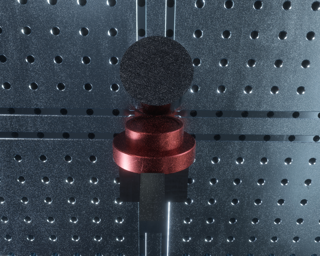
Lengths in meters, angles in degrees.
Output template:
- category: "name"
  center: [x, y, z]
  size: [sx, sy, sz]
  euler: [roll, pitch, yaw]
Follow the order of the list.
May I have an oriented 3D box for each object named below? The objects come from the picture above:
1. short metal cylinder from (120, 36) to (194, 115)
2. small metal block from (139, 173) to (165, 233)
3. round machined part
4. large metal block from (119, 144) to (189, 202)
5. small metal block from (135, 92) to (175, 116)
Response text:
- category: "short metal cylinder"
  center: [-0.004, -0.059, 0.360]
  size: [0.081, 0.050, 0.080]
  euler: [0, 80, -1]
- category: "small metal block"
  center: [-0.008, 0.082, 0.333]
  size: [0.025, 0.050, 0.050]
  euler: [1, 148, -1]
- category: "round machined part"
  center: [-0.006, 0.014, 0.368]
  size: [0.099, 0.098, 0.042]
  euler: [1, 110, -1]
- category: "large metal block"
  center: [-0.008, 0.052, 0.402]
  size: [0.081, 0.080, 0.050]
  euler: [1, 110, -1]
- category: "small metal block"
  center: [-0.007, -0.025, 0.403]
  size: [0.050, 0.025, 0.050]
  euler: [1, 110, -1]
